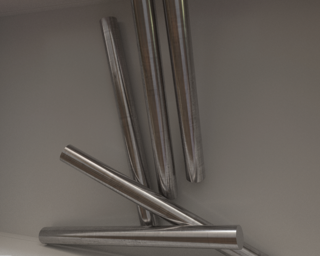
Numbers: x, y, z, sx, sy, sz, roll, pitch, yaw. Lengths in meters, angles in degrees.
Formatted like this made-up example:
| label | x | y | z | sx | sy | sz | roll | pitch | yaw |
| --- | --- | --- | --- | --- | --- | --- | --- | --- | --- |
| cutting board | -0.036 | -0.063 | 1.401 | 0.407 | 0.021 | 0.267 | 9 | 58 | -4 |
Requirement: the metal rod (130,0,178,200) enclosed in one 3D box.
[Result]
| label | x | y | z | sx | sy | sz | roll | pitch | yaw |
| --- | --- | --- | --- | --- | --- | --- | --- | --- | --- |
| metal rod | -0.007 | -0.048 | 0.349 | 0.025 | 0.025 | 0.298 | 1 | 115 | 20 |

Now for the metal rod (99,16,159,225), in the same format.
| label | x | y | z | sx | sy | sz | roll | pitch | yaw |
| --- | --- | --- | --- | --- | --- | --- | --- | --- | --- |
| metal rod | -0.042 | -0.005 | 0.424 | 0.025 | 0.025 | 0.298 | -13 | 86 | 19 |

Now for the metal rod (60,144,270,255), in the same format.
| label | x | y | z | sx | sy | sz | roll | pitch | yaw |
| --- | --- | --- | --- | --- | --- | --- | --- | --- | --- |
| metal rod | 0.007 | 0.101 | 0.385 | 0.301 | 0.025 | 0.025 | 28 | 99 | 9 |

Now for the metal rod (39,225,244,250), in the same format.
| label | x | y | z | sx | sy | sz | roll | pitch | yaw |
| --- | --- | --- | --- | --- | --- | --- | --- | --- | --- |
| metal rod | -0.045 | 0.139 | 0.398 | 0.300 | 0.025 | 0.025 | -11 | 87 | 29 |

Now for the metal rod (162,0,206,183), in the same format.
| label | x | y | z | sx | sy | sz | roll | pitch | yaw |
| --- | --- | --- | --- | --- | --- | --- | --- | --- | --- |
| metal rod | 0.024 | -0.071 | 0.333 | 0.025 | 0.025 | 0.298 | 0 | 117 | 20 |
